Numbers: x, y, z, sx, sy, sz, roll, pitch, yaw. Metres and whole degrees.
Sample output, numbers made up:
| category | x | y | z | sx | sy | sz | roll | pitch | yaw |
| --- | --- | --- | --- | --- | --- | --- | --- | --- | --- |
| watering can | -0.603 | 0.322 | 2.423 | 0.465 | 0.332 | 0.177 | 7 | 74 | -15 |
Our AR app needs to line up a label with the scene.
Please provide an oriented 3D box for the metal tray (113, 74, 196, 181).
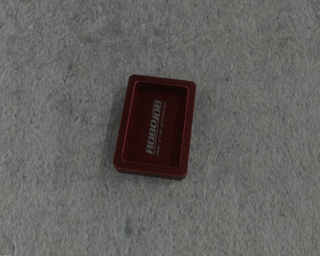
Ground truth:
| category | x | y | z | sx | sy | sz | roll | pitch | yaw |
| --- | --- | --- | --- | --- | --- | --- | --- | --- | --- |
| metal tray | -0.004 | -0.002 | 0.406 | 0.091 | 0.030 | 0.130 | 7 | 70 | 2 |
